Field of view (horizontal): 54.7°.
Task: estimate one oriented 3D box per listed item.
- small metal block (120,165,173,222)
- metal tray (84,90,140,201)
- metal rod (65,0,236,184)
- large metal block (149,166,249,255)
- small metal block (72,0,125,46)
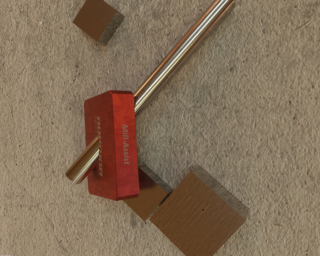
[{"bbox_3d":[-0.019,0.087,0.415,0.050,0.025,0.050,41,102,15],"label":"small metal block"},{"bbox_3d":[-0.065,0.022,0.401,0.090,0.030,0.129,-8,85,55],"label":"metal tray"},{"bbox_3d":[-0.016,-0.046,0.394,0.025,0.025,0.299,43,96,14],"label":"metal rod"},{"bbox_3d":[0.049,0.105,0.378,0.080,0.050,0.080,42,103,15],"label":"large metal block"},{"bbox_3d":[-0.086,-0.154,0.438,0.050,0.025,0.050,40,102,15],"label":"small metal block"}]
